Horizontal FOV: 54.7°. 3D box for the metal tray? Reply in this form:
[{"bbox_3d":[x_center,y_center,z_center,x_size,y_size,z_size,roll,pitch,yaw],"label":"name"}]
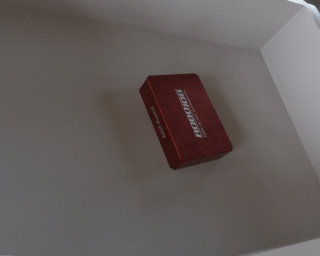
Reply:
[{"bbox_3d":[0.035,-0.014,0.432,0.091,0.030,0.130,-9,66,-32],"label":"metal tray"}]
